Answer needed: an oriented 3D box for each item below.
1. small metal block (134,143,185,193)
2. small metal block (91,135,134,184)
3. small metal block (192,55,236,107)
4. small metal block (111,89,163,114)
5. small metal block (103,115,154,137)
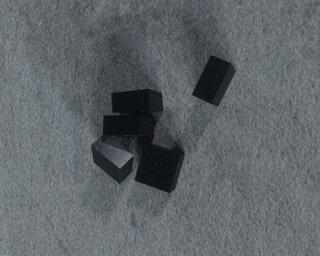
[{"bbox_3d":[0.000,0.052,0.408,0.050,0.025,0.050,17,95,18],"label":"small metal block"},{"bbox_3d":[-0.064,0.042,0.415,0.050,0.050,0.025,37,60,15],"label":"small metal block"},{"bbox_3d":[0.066,-0.055,0.372,0.025,0.050,0.050,28,99,17],"label":"small metal block"},{"bbox_3d":[-0.028,-0.033,0.405,0.050,0.050,0.025,-4,89,19],"label":"small metal block"},{"bbox_3d":[-0.040,-0.002,0.408,0.050,0.050,0.025,0,86,19],"label":"small metal block"}]
